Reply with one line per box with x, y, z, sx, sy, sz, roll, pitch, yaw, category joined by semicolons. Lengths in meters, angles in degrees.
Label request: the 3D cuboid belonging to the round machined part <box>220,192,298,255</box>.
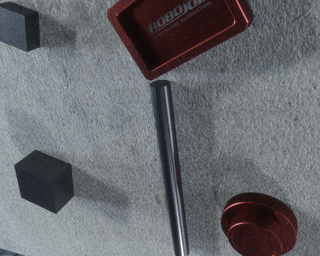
0.129;0.138;0.413;0.098;0.042;0.097;13;124;21;round machined part

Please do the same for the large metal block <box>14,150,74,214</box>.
-0.207;0.097;0.559;0.080;0.050;0.079;19;126;17;large metal block

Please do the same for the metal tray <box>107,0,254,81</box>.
0.017;-0.116;0.322;0.130;0.030;0.090;-22;107;36;metal tray

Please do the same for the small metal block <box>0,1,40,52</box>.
-0.194;-0.138;0.423;0.050;0.025;0.050;23;127;14;small metal block

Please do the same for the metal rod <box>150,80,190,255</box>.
0.018;0.076;0.444;0.025;0.025;0.298;6;121;25;metal rod
